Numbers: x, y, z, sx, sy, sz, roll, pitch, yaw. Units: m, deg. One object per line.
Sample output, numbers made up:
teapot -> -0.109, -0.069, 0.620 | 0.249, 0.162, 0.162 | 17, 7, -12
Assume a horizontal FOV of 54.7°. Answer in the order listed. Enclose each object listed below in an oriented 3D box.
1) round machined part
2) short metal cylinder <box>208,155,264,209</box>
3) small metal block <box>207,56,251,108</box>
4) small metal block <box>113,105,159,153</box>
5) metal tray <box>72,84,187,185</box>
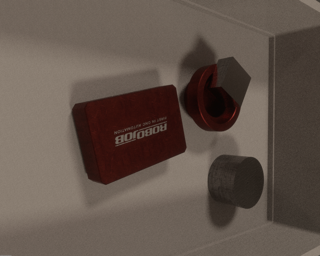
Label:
round machined part -> 0.075, -0.044, 0.460 | 0.099, 0.042, 0.097 | 0, 90, -40
short metal cylinder -> 0.122, 0.084, 0.496 | 0.081, 0.050, 0.079 | 0, 90, -40
small metal block -> 0.098, -0.064, 0.437 | 0.050, 0.025, 0.050 | 37, 67, -34
small metal block -> -0.029, -0.001, 0.384 | 0.050, 0.025, 0.050 | -19, 102, -39
metal tray -> -0.030, 0.003, 0.370 | 0.131, 0.030, 0.089 | -18, 102, -39
